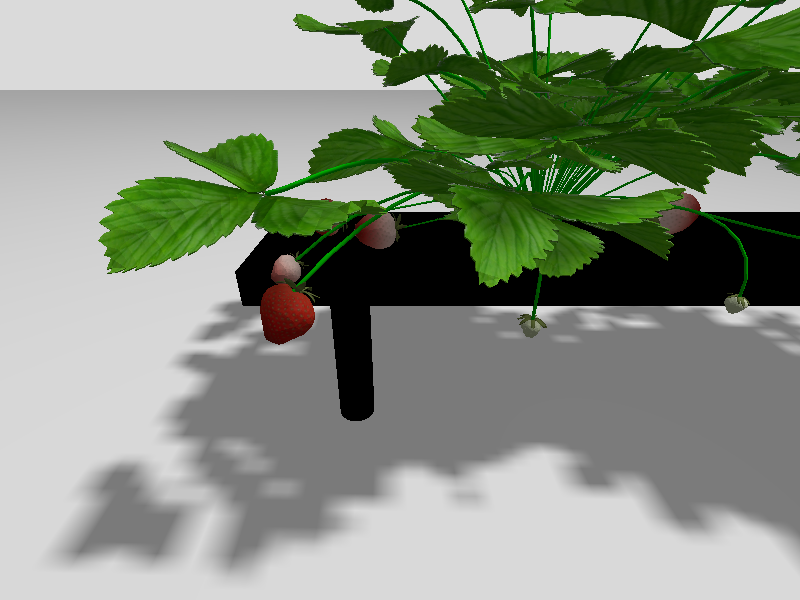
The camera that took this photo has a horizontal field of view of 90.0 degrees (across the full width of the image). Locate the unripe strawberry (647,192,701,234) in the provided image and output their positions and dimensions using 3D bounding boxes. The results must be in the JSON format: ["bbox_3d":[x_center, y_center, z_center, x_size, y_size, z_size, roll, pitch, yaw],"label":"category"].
[{"bbox_3d":[0.245,-0.078,0.357,0.039,0.041,0.036,1,29,0],"label":"unripe strawberry"}]

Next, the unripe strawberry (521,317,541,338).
[{"bbox_3d":[0.072,0.015,0.219,0.011,0.012,0.012,9,31,15],"label":"unripe strawberry"}]

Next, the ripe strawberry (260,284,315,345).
[{"bbox_3d":[-0.063,0.009,0.219,0.032,0.032,0.027,29,3,41],"label":"ripe strawberry"}]

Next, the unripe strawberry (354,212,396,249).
[{"bbox_3d":[-0.021,-0.058,0.334,0.034,0.034,0.032,-6,30,-10],"label":"unripe strawberry"}]

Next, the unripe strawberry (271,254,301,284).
[{"bbox_3d":[-0.080,-0.020,0.278,0.022,0.019,0.022,-39,38,-4],"label":"unripe strawberry"}]

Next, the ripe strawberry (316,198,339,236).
[{"bbox_3d":[-0.071,-0.075,0.362,0.036,0.034,0.033,0,29,1],"label":"ripe strawberry"}]

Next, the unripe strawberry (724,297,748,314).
[{"bbox_3d":[0.201,0.003,0.240,0.010,0.011,0.011,-15,33,-24],"label":"unripe strawberry"}]
